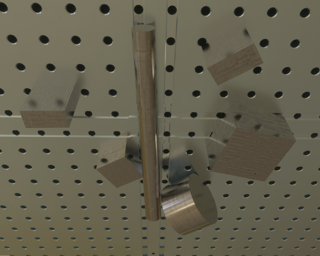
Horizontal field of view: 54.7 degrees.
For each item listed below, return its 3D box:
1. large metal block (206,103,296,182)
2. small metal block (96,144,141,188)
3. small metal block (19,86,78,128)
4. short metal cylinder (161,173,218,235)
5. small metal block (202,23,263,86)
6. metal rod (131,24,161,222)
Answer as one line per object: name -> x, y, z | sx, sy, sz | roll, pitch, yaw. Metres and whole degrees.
large metal block -> 0.117, 0.021, 0.415 | 0.081, 0.050, 0.079 | 12, 129, -11
small metal block -> -0.057, 0.058, 0.460 | 0.050, 0.025, 0.050 | -25, 126, 19
small metal block -> -0.131, -0.026, 0.371 | 0.050, 0.050, 0.025 | 0, 130, 0
short metal cylinder -> 0.046, 0.117, 0.476 | 0.050, 0.080, 0.080 | -30, 124, 23
small metal block -> 0.075, -0.079, 0.329 | 0.050, 0.050, 0.025 | -26, 126, 20
metal rod -> -0.014, 0.017, 0.408 | 0.025, 0.025, 0.298 | -1, 125, 0
